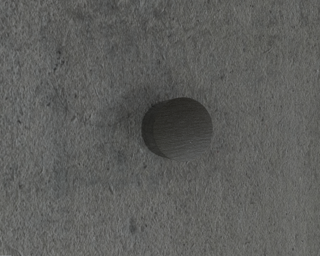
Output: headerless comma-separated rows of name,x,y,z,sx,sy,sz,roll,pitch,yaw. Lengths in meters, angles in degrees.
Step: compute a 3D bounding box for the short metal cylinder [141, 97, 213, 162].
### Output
short metal cylinder,0.021,0.002,0.406,0.081,0.050,0.079,0,90,-21
